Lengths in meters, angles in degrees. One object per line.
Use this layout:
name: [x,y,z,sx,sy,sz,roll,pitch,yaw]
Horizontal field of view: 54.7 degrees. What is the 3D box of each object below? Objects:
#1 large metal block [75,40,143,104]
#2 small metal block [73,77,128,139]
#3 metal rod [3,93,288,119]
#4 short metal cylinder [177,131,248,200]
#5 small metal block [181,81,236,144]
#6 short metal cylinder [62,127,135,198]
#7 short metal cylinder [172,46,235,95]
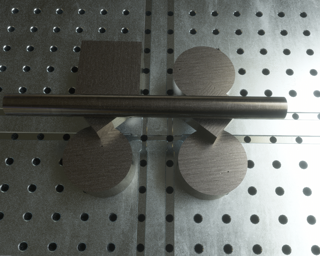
large metal block: [-0.065,-0.070,0.423,0.080,0.050,0.080,1,70,0]
small metal block: [-0.067,-0.024,0.367,0.050,0.025,0.050,-38,75,-13]
metal rod: [-0.016,-0.024,0.340,0.302,0.025,0.025,1,70,0]
short metal cylinder: [0.061,0.046,0.382,0.081,0.050,0.080,0,70,0]
small metal block: [0.060,-0.018,0.366,0.050,0.025,0.050,39,74,13]
short metal cylinder: [-0.072,0.042,0.381,0.081,0.050,0.080,0,70,0]
short metal cylinder: [0.057,-0.063,0.422,0.081,0.050,0.080,0,70,0]
